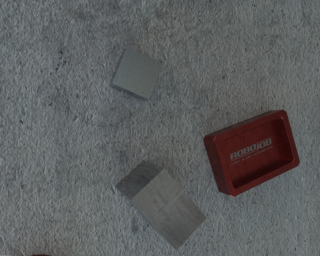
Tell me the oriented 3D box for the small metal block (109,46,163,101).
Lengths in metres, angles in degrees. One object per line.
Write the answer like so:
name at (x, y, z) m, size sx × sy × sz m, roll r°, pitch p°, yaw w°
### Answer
small metal block at (-0.031, -0.068, 0.397) m, size 0.050 × 0.025 × 0.050 m, roll 23°, pitch 82°, yaw -19°

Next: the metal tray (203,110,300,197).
metal tray at (0.137, 0.034, 0.456) m, size 0.131 × 0.030 × 0.090 m, roll -20°, pitch 97°, yaw -19°

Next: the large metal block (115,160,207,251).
large metal block at (-0.002, 0.090, 0.379) m, size 0.050 × 0.080 × 0.080 m, roll -43°, pitch 104°, yaw -15°
